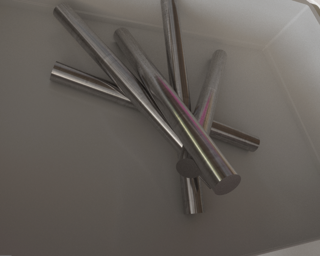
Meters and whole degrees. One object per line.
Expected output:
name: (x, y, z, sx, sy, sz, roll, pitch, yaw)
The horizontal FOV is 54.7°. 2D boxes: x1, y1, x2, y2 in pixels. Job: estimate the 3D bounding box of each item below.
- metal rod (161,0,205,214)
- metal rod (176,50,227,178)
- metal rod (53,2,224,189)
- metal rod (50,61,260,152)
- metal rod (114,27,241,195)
metal rod: (0.027, -0.042, 0.408, 0.025, 0.025, 0.299, 3, 72, -27)
metal rod: (0.066, -0.043, 0.418, 0.025, 0.025, 0.301, 34, 36, -6)
metal rod: (-0.032, -0.048, 0.382, 0.025, 0.025, 0.300, -33, 75, -38)
metal rod: (0.006, -0.023, 0.422, 0.302, 0.025, 0.025, 19, 54, -17)
metal rod: (-0.001, -0.046, 0.357, 0.025, 0.025, 0.300, 0, 38, -28)
